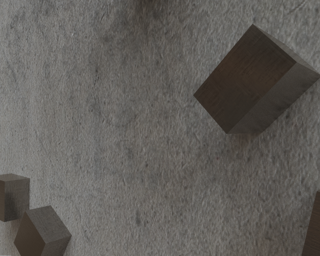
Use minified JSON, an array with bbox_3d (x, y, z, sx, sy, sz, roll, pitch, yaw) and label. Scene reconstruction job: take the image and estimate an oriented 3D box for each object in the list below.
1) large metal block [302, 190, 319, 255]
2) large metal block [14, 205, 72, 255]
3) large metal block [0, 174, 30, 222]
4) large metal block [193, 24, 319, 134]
[{"bbox_3d":[0.167,0.098,0.250,0.080,0.050,0.079,15,100,38],"label":"large metal block"},{"bbox_3d":[-0.214,0.202,0.562,0.080,0.050,0.079,39,114,32],"label":"large metal block"},{"bbox_3d":[-0.317,0.142,0.646,0.080,0.050,0.079,2,91,39],"label":"large metal block"},{"bbox_3d":[0.093,-0.040,0.292,0.080,0.081,0.050,-51,61,28],"label":"large metal block"}]
